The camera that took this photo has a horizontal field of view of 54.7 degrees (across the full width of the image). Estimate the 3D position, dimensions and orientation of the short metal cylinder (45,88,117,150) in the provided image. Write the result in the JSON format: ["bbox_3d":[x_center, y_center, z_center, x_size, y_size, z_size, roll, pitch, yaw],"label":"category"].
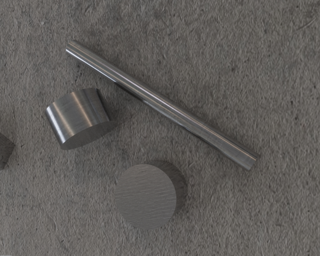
[{"bbox_3d":[-0.105,-0.011,0.417,0.080,0.080,0.050,-31,80,17],"label":"short metal cylinder"}]

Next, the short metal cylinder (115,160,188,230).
[{"bbox_3d":[-0.010,0.083,0.399,0.080,0.050,0.080,0,90,20],"label":"short metal cylinder"}]

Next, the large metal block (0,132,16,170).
[{"bbox_3d":[-0.294,0.028,0.483,0.080,0.080,0.050,33,101,17],"label":"large metal block"}]

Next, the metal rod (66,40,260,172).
[{"bbox_3d":[-0.008,-0.038,0.411,0.300,0.025,0.025,34,101,16],"label":"metal rod"}]
